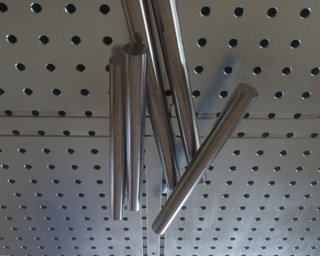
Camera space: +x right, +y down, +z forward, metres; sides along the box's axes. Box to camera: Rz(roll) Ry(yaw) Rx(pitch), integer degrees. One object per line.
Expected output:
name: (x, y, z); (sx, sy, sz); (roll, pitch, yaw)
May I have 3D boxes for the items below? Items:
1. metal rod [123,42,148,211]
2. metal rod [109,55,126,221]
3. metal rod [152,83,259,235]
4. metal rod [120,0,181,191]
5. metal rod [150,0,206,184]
metal rod: (-0.033, 0.025, 0.415); (0.025, 0.025, 0.298); (2, 135, -3)
metal rod: (-0.059, 0.037, 0.442); (0.025, 0.025, 0.298); (4, 130, -4)
metal rod: (0.047, 0.064, 0.432); (0.025, 0.025, 0.298); (15, 130, -13)
metal rod: (-0.003, -0.023, 0.391); (0.025, 0.025, 0.298); (-8, 130, 6)
metal rod: (0.029, -0.034, 0.383); (0.025, 0.025, 0.298); (-9, 130, 7)
